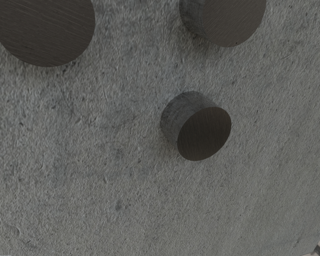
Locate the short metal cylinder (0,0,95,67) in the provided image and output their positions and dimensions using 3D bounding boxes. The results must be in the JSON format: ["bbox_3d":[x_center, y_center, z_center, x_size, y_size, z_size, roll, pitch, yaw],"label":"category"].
[{"bbox_3d":[-0.103,-0.100,0.272,0.081,0.050,0.079,-14,124,-21],"label":"short metal cylinder"}]

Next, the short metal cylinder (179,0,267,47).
[{"bbox_3d":[0.069,-0.136,0.344,0.081,0.050,0.079,-14,124,-21],"label":"short metal cylinder"}]

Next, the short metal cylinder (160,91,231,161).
[{"bbox_3d":[0.047,-0.003,0.414,0.081,0.050,0.079,-14,124,-21],"label":"short metal cylinder"}]
